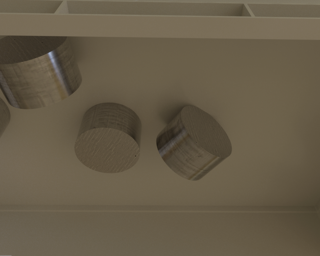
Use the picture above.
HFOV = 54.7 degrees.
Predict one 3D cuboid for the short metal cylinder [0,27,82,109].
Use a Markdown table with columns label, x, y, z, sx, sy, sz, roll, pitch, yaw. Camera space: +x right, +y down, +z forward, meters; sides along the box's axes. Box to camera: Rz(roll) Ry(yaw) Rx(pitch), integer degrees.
| label | x | y | z | sx | sy | sz | roll | pitch | yaw |
| --- | --- | --- | --- | --- | --- | --- | --- | --- | --- |
| short metal cylinder | -0.127 | -0.063 | 0.318 | 0.080 | 0.080 | 0.050 | -6 | 130 | 4 |

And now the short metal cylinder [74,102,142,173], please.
| label | x | y | z | sx | sy | sz | roll | pitch | yaw |
| --- | --- | --- | --- | --- | --- | --- | --- | --- | --- |
| short metal cylinder | -0.065 | 0.014 | 0.403 | 0.081 | 0.050 | 0.079 | 0 | 130 | 0 |

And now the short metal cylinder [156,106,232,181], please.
| label | x | y | z | sx | sy | sz | roll | pitch | yaw |
| --- | --- | --- | --- | --- | --- | --- | --- | --- | --- |
| short metal cylinder | 0.043 | 0.019 | 0.389 | 0.080 | 0.080 | 0.050 | 28 | 125 | -22 |

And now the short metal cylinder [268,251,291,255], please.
| label | x | y | z | sx | sy | sz | roll | pitch | yaw |
| --- | --- | --- | --- | --- | --- | --- | --- | --- | --- |
| short metal cylinder | 0.247 | 0.305 | 0.637 | 0.081 | 0.080 | 0.050 | 6 | 130 | -6 |

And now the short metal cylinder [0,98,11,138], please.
| label | x | y | z | sx | sy | sz | roll | pitch | yaw |
| --- | --- | --- | --- | --- | --- | --- | --- | --- | --- |
| short metal cylinder | -0.237 | -0.008 | 0.384 | 0.081 | 0.050 | 0.079 | 0 | 130 | 0 |
